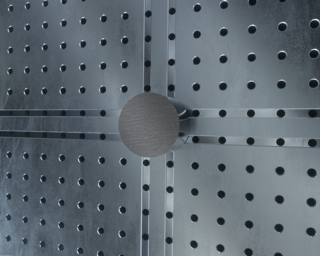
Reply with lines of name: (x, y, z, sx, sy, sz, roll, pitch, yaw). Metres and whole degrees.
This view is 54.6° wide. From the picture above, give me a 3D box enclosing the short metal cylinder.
short metal cylinder: (-0.006, -0.004, 0.402, 0.080, 0.050, 0.080, 0, 90, 20)
